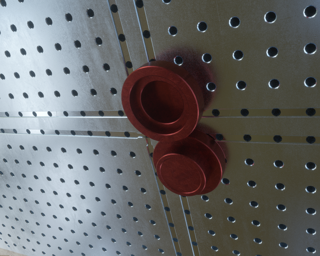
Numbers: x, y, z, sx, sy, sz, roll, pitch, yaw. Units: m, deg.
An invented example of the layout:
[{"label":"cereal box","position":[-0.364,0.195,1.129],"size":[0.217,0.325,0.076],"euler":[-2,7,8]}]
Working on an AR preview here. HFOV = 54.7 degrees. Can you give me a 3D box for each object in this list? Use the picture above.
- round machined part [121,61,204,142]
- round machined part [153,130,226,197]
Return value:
[{"label":"round machined part","position":[0.006,-0.035,0.374],"size":[0.098,0.042,0.097],"euler":[13,124,20]},{"label":"round machined part","position":[0.034,0.052,0.413],"size":[0.098,0.042,0.097],"euler":[13,124,20]}]
